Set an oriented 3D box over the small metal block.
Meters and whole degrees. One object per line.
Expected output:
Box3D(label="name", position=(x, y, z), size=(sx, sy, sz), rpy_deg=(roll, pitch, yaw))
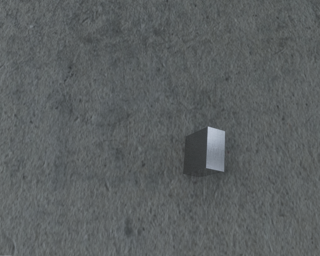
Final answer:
Box3D(label="small metal block", position=(0.054, 0.031, 0.381), size=(0.025, 0.050, 0.050), rpy_deg=(15, 68, -24))
